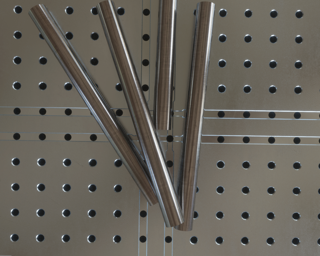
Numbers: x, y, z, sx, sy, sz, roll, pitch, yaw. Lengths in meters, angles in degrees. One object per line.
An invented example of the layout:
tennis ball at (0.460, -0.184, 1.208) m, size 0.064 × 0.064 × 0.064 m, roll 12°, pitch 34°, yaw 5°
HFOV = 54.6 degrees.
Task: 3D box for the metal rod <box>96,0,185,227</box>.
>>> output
metal rod at (-0.027, -0.022, 0.401) m, size 0.025 × 0.025 × 0.299 m, roll -18°, pitch 86°, yaw 0°

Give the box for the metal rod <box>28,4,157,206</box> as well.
metal rod at (-0.083, -0.030, 0.412) m, size 0.025 × 0.025 × 0.299 m, roll -32°, pitch 90°, yaw 0°

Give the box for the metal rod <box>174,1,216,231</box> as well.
metal rod at (0.046, -0.015, 0.413) m, size 0.025 × 0.025 × 0.298 m, roll 6°, pitch 90°, yaw 0°

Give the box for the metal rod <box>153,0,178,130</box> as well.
metal rod at (0.010, -0.147, 0.413) m, size 0.025 × 0.025 × 0.298 m, roll 3°, pitch 90°, yaw 0°
